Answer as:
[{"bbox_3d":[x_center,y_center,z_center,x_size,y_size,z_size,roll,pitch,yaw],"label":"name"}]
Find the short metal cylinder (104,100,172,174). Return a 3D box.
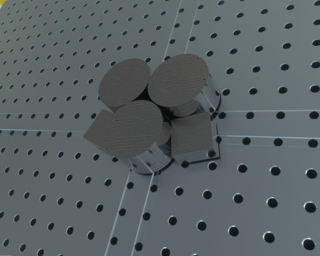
[{"bbox_3d":[-0.023,0.012,0.393,0.080,0.050,0.080,-13,56,21],"label":"short metal cylinder"}]

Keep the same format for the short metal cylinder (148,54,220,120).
[{"bbox_3d":[0.031,-0.048,0.401,0.080,0.050,0.080,-13,56,21],"label":"short metal cylinder"}]

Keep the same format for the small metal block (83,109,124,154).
[{"bbox_3d":[-0.072,0.006,0.438,0.050,0.025,0.050,23,74,36],"label":"small metal block"}]

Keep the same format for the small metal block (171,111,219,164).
[{"bbox_3d":[0.042,0.012,0.375,0.050,0.025,0.050,-13,56,21],"label":"small metal block"}]

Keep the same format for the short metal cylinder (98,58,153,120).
[{"bbox_3d":[-0.039,-0.051,0.439,0.080,0.050,0.080,-13,56,21],"label":"short metal cylinder"}]
